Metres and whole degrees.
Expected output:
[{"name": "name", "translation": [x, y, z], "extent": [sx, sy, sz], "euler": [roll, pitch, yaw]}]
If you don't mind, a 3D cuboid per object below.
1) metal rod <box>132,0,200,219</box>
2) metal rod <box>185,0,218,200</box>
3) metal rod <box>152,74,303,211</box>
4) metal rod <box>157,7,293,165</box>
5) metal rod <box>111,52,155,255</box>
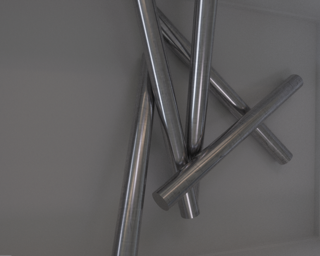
[{"name": "metal rod", "translation": [0.007, -0.033, 0.368], "extent": [0.025, 0.025, 0.298], "euler": [-17, 102, -19]}, {"name": "metal rod", "translation": [0.046, -0.034, 0.376], "extent": [0.025, 0.025, 0.298], "euler": [-5, 111, -20]}, {"name": "metal rod", "translation": [0.106, 0.003, 0.410], "extent": [0.302, 0.025, 0.025], "euler": [-36, 102, -30]}, {"name": "metal rod", "translation": [0.090, -0.052, 0.443], "extent": [0.300, 0.025, 0.025], "euler": [43, 76, -15]}, {"name": "metal rod", "translation": [-0.025, 0.039, 0.341], "extent": [0.025, 0.025, 0.299], "euler": [16, 62, -19]}]
